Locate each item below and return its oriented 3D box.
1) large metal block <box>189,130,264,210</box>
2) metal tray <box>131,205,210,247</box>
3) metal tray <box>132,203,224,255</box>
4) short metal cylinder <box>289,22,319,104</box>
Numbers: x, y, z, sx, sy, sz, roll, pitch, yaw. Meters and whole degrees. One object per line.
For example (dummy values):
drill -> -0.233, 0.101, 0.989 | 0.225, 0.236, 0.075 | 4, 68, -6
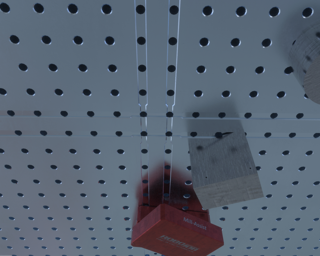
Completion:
large metal block -> 0.088, 0.056, 0.424 | 0.080, 0.080, 0.050 | -16, 128, 13
metal tray -> 0.018, 0.187, 0.567 | 0.131, 0.030, 0.089 | 8, 130, -8
metal tray -> 0.030, 0.182, 0.524 | 0.131, 0.030, 0.090 | 28, 124, -22
short metal cylinder -> 0.189, -0.071, 0.337 | 0.081, 0.050, 0.079 | 0, 130, 0
